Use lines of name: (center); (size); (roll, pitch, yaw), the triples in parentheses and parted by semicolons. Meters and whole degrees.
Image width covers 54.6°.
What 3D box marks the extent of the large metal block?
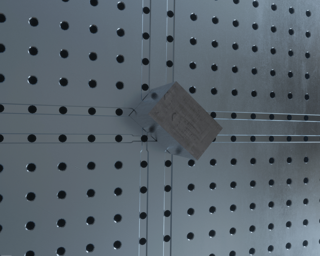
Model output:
large metal block: (0.017, -0.008, 0.389); (0.080, 0.080, 0.050); (43, 77, -15)
